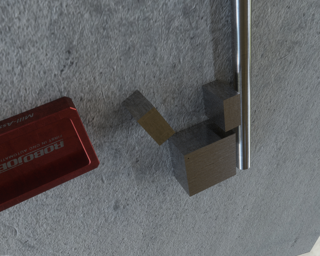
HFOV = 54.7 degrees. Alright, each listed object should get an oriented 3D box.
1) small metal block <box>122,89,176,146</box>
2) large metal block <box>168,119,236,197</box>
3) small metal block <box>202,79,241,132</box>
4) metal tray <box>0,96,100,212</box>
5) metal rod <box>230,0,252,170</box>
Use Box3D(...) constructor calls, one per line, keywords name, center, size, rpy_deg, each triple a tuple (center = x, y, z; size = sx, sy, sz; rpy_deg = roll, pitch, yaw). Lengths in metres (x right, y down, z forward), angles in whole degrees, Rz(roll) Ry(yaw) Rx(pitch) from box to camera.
Box3D(name="small metal block", center=(-0.014, -0.013, 0.376), size=(0.025, 0.050, 0.050), rpy_deg=(-41, 130, 0))
Box3D(name="large metal block", center=(0.062, 0.041, 0.452), size=(0.081, 0.050, 0.080), rpy_deg=(-22, 127, -16))
Box3D(name="small metal block", center=(0.083, -0.031, 0.419), size=(0.025, 0.050, 0.050), rpy_deg=(-24, 127, -14))
Box3D(name="metal tray", center=(-0.144, 0.030, 0.344), size=(0.131, 0.030, 0.089), rpy_deg=(-24, 128, -14))
Box3D(name="metal rod", center=(0.116, -0.056, 0.437), size=(0.025, 0.025, 0.298), rpy_deg=(-23, 127, -15))
